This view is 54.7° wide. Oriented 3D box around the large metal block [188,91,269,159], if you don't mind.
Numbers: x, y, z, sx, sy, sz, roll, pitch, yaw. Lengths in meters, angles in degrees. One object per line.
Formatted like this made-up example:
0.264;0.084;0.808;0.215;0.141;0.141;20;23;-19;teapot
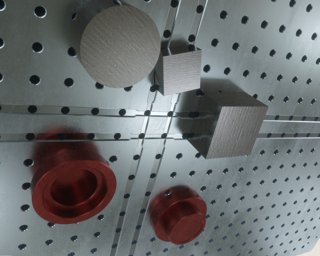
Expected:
0.096;-0.005;0.444;0.081;0.050;0.079;-2;119;-28;large metal block

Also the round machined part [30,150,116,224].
-0.108;0.068;0.383;0.099;0.042;0.097;-14;124;-21;round machined part

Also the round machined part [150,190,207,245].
0.037;0.154;0.516;0.099;0.042;0.097;-14;124;-21;round machined part

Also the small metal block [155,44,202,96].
0.022;-0.071;0.379;0.050;0.025;0.050;-15;125;-20;small metal block

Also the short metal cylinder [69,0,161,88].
-0.046;-0.087;0.316;0.081;0.050;0.079;-14;124;-21;short metal cylinder
